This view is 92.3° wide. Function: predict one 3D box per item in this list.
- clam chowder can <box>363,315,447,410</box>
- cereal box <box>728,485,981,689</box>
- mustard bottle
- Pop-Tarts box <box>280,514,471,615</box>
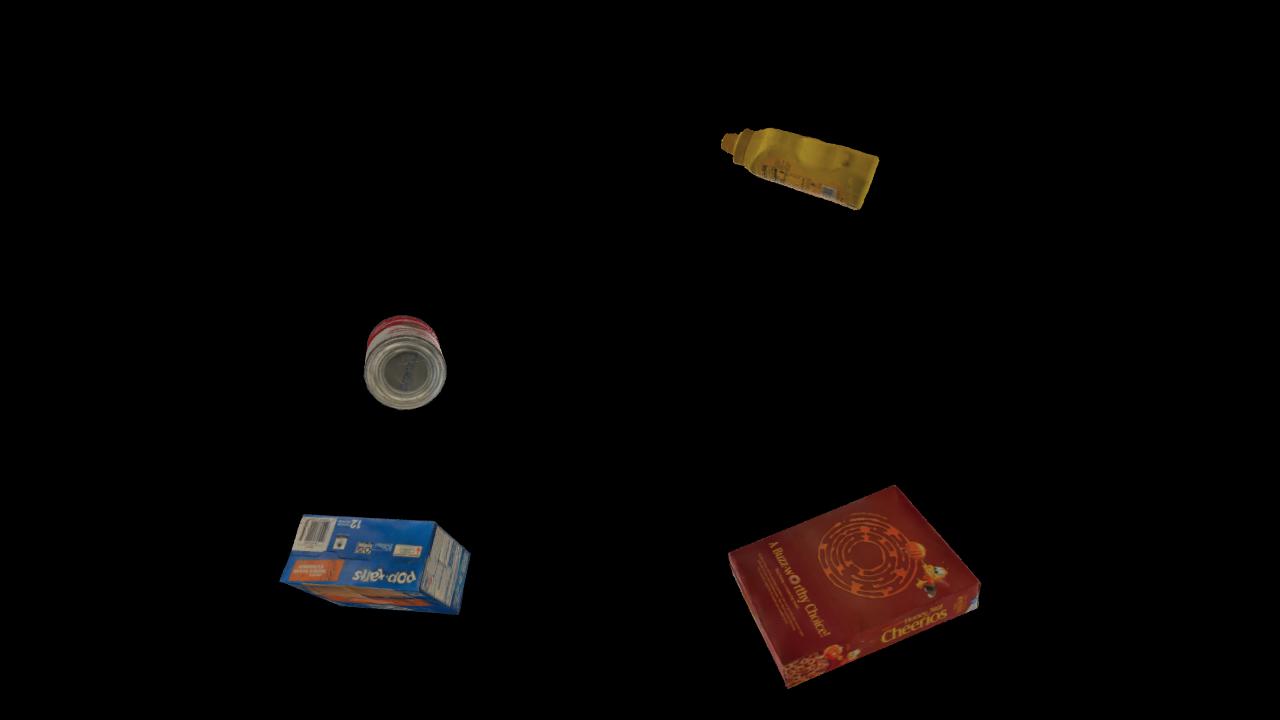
[{"bbox_3d":[-0.215,0.000,0.563,0.068,0.068,0.102,0,14,-22],"label":"clam chowder can"},{"bbox_3d":[0.313,0.332,0.932,0.306,0.081,0.203,-20,35,-5],"label":"cereal box"},{"bbox_3d":[0.183,-0.234,0.730,0.184,0.054,0.092,22,2,14],"label":"mustard bottle"},{"bbox_3d":[-0.316,0.255,0.759,0.167,0.083,0.141,2,-32,6],"label":"Pop-Tarts box"}]
